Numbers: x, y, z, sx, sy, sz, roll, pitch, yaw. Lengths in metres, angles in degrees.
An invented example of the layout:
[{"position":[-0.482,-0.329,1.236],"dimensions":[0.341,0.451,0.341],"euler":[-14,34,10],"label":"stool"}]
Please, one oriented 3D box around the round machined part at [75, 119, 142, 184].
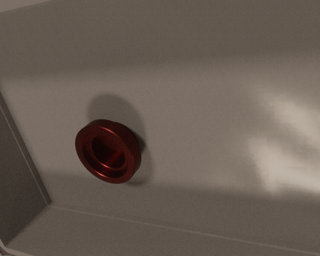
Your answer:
[{"position":[-0.070,0.030,0.451],"dimensions":[0.098,0.042,0.097],"euler":[13,124,20],"label":"round machined part"}]
